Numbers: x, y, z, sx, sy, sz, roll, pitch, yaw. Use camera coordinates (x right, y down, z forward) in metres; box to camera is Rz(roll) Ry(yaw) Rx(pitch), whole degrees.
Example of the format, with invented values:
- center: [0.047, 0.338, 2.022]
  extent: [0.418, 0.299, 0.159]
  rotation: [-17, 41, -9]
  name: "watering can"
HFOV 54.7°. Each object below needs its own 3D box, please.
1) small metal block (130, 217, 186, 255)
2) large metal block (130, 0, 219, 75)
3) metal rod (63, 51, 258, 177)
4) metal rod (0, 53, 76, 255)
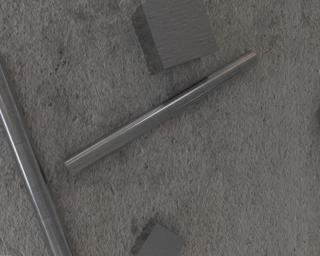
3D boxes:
- center: [-0.002, 0.155, 0.409]
  extent: [0.050, 0.025, 0.050]
  rotation: [37, 78, -17]
  name: "small metal block"
- center: [0.018, -0.122, 0.403]
  extent: [0.081, 0.050, 0.080]
  rotation: [-22, 98, -19]
  name: "large metal block"
- center: [0.013, -0.027, 0.414]
  extent: [0.302, 0.025, 0.025]
  rotation: [-32, 101, -17]
  name: "metal rod"
- center: [-0.143, 0.060, 0.356]
  extent: [0.025, 0.025, 0.298]
  rotation: [-20, 97, -19]
  name: "metal rod"
